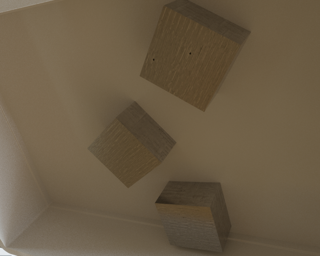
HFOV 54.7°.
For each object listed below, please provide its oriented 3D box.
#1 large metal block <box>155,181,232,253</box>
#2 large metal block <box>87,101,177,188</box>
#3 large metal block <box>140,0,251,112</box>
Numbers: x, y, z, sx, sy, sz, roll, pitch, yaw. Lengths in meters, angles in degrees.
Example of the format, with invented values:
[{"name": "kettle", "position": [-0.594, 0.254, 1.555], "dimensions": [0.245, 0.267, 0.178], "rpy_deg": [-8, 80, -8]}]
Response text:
[{"name": "large metal block", "position": [0.049, 0.124, 0.442], "dimensions": [0.080, 0.050, 0.080], "rpy_deg": [-4, 117, 29]}, {"name": "large metal block", "position": [-0.039, 0.024, 0.427], "dimensions": [0.080, 0.050, 0.080], "rpy_deg": [45, 129, -4]}, {"name": "large metal block", "position": [0.035, -0.077, 0.325], "dimensions": [0.080, 0.050, 0.079], "rpy_deg": [30, 128, 8]}]
